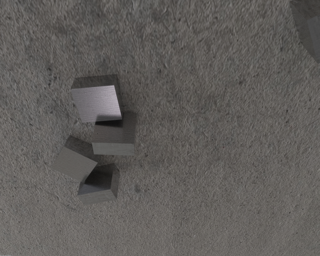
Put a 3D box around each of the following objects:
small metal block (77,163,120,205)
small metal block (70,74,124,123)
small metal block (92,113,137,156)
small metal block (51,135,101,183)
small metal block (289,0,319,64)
[{"bbox_3d":[-0.090,0.083,0.461,0.050,0.050,0.025,-12,130,10],"label":"small metal block"},{"bbox_3d":[-0.074,-0.035,0.376,0.050,0.025,0.050,-5,130,4],"label":"small metal block"},{"bbox_3d":[-0.056,0.007,0.393,0.050,0.050,0.025,2,140,-2],"label":"small metal block"},{"bbox_3d":[-0.119,0.045,0.441,0.050,0.025,0.050,29,124,-15],"label":"small metal block"},{"bbox_3d":[0.155,-0.101,0.307,0.025,0.050,0.050,-23,127,18],"label":"small metal block"}]
